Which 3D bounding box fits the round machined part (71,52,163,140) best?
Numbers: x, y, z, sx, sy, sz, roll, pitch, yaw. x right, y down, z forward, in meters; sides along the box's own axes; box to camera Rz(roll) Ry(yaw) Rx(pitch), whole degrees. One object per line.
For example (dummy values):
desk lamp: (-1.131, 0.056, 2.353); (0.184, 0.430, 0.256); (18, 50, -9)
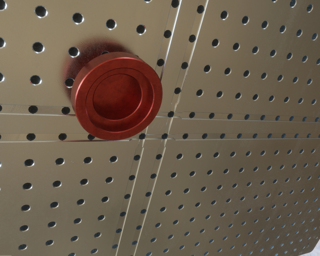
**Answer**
round machined part: (-0.050, -0.038, 0.349); (0.099, 0.042, 0.097); (-14, 124, -21)
